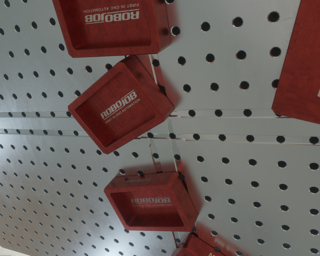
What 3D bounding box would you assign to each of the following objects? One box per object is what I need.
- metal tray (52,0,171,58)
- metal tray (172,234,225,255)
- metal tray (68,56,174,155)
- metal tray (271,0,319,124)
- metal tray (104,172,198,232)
[{"bbox_3d":[-0.058,-0.131,0.358,0.130,0.030,0.090,4,120,26],"label":"metal tray"},{"bbox_3d":[0.082,0.243,0.515,0.130,0.030,0.089,32,129,7],"label":"metal tray"},{"bbox_3d":[-0.057,-0.026,0.422,0.130,0.030,0.090,-30,102,38],"label":"metal tray"},{"bbox_3d":[0.164,-0.065,0.282,0.090,0.030,0.129,16,125,19],"label":"metal tray"},{"bbox_3d":[-0.016,0.119,0.490,0.130,0.030,0.090,-11,113,33],"label":"metal tray"}]
